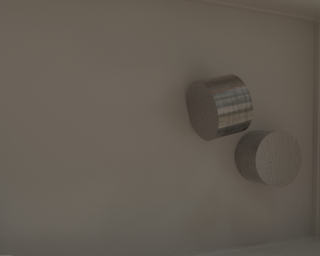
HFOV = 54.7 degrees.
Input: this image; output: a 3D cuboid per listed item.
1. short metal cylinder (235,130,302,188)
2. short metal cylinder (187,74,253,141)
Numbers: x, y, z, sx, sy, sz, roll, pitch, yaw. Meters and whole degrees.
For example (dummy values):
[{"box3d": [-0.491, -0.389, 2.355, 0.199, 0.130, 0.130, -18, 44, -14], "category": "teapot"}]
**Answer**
[{"box3d": [0.159, 0.044, 0.458, 0.081, 0.050, 0.079, 0, 90, -21], "category": "short metal cylinder"}, {"box3d": [0.077, -0.028, 0.411, 0.050, 0.080, 0.080, -14, 95, -20], "category": "short metal cylinder"}]
